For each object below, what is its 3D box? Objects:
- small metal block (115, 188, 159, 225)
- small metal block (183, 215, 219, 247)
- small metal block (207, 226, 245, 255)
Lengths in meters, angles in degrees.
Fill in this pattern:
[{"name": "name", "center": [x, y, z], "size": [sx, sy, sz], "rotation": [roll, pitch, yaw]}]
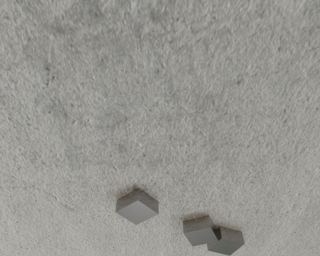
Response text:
[{"name": "small metal block", "center": [-0.038, 0.132, 0.520], "size": [0.050, 0.025, 0.050], "rotation": [-33, 123, 24]}, {"name": "small metal block", "center": [0.075, 0.190, 0.571], "size": [0.050, 0.025, 0.050], "rotation": [-18, 128, 14]}, {"name": "small metal block", "center": [0.125, 0.217, 0.594], "size": [0.050, 0.025, 0.050], "rotation": [19, 127, -17]}]
